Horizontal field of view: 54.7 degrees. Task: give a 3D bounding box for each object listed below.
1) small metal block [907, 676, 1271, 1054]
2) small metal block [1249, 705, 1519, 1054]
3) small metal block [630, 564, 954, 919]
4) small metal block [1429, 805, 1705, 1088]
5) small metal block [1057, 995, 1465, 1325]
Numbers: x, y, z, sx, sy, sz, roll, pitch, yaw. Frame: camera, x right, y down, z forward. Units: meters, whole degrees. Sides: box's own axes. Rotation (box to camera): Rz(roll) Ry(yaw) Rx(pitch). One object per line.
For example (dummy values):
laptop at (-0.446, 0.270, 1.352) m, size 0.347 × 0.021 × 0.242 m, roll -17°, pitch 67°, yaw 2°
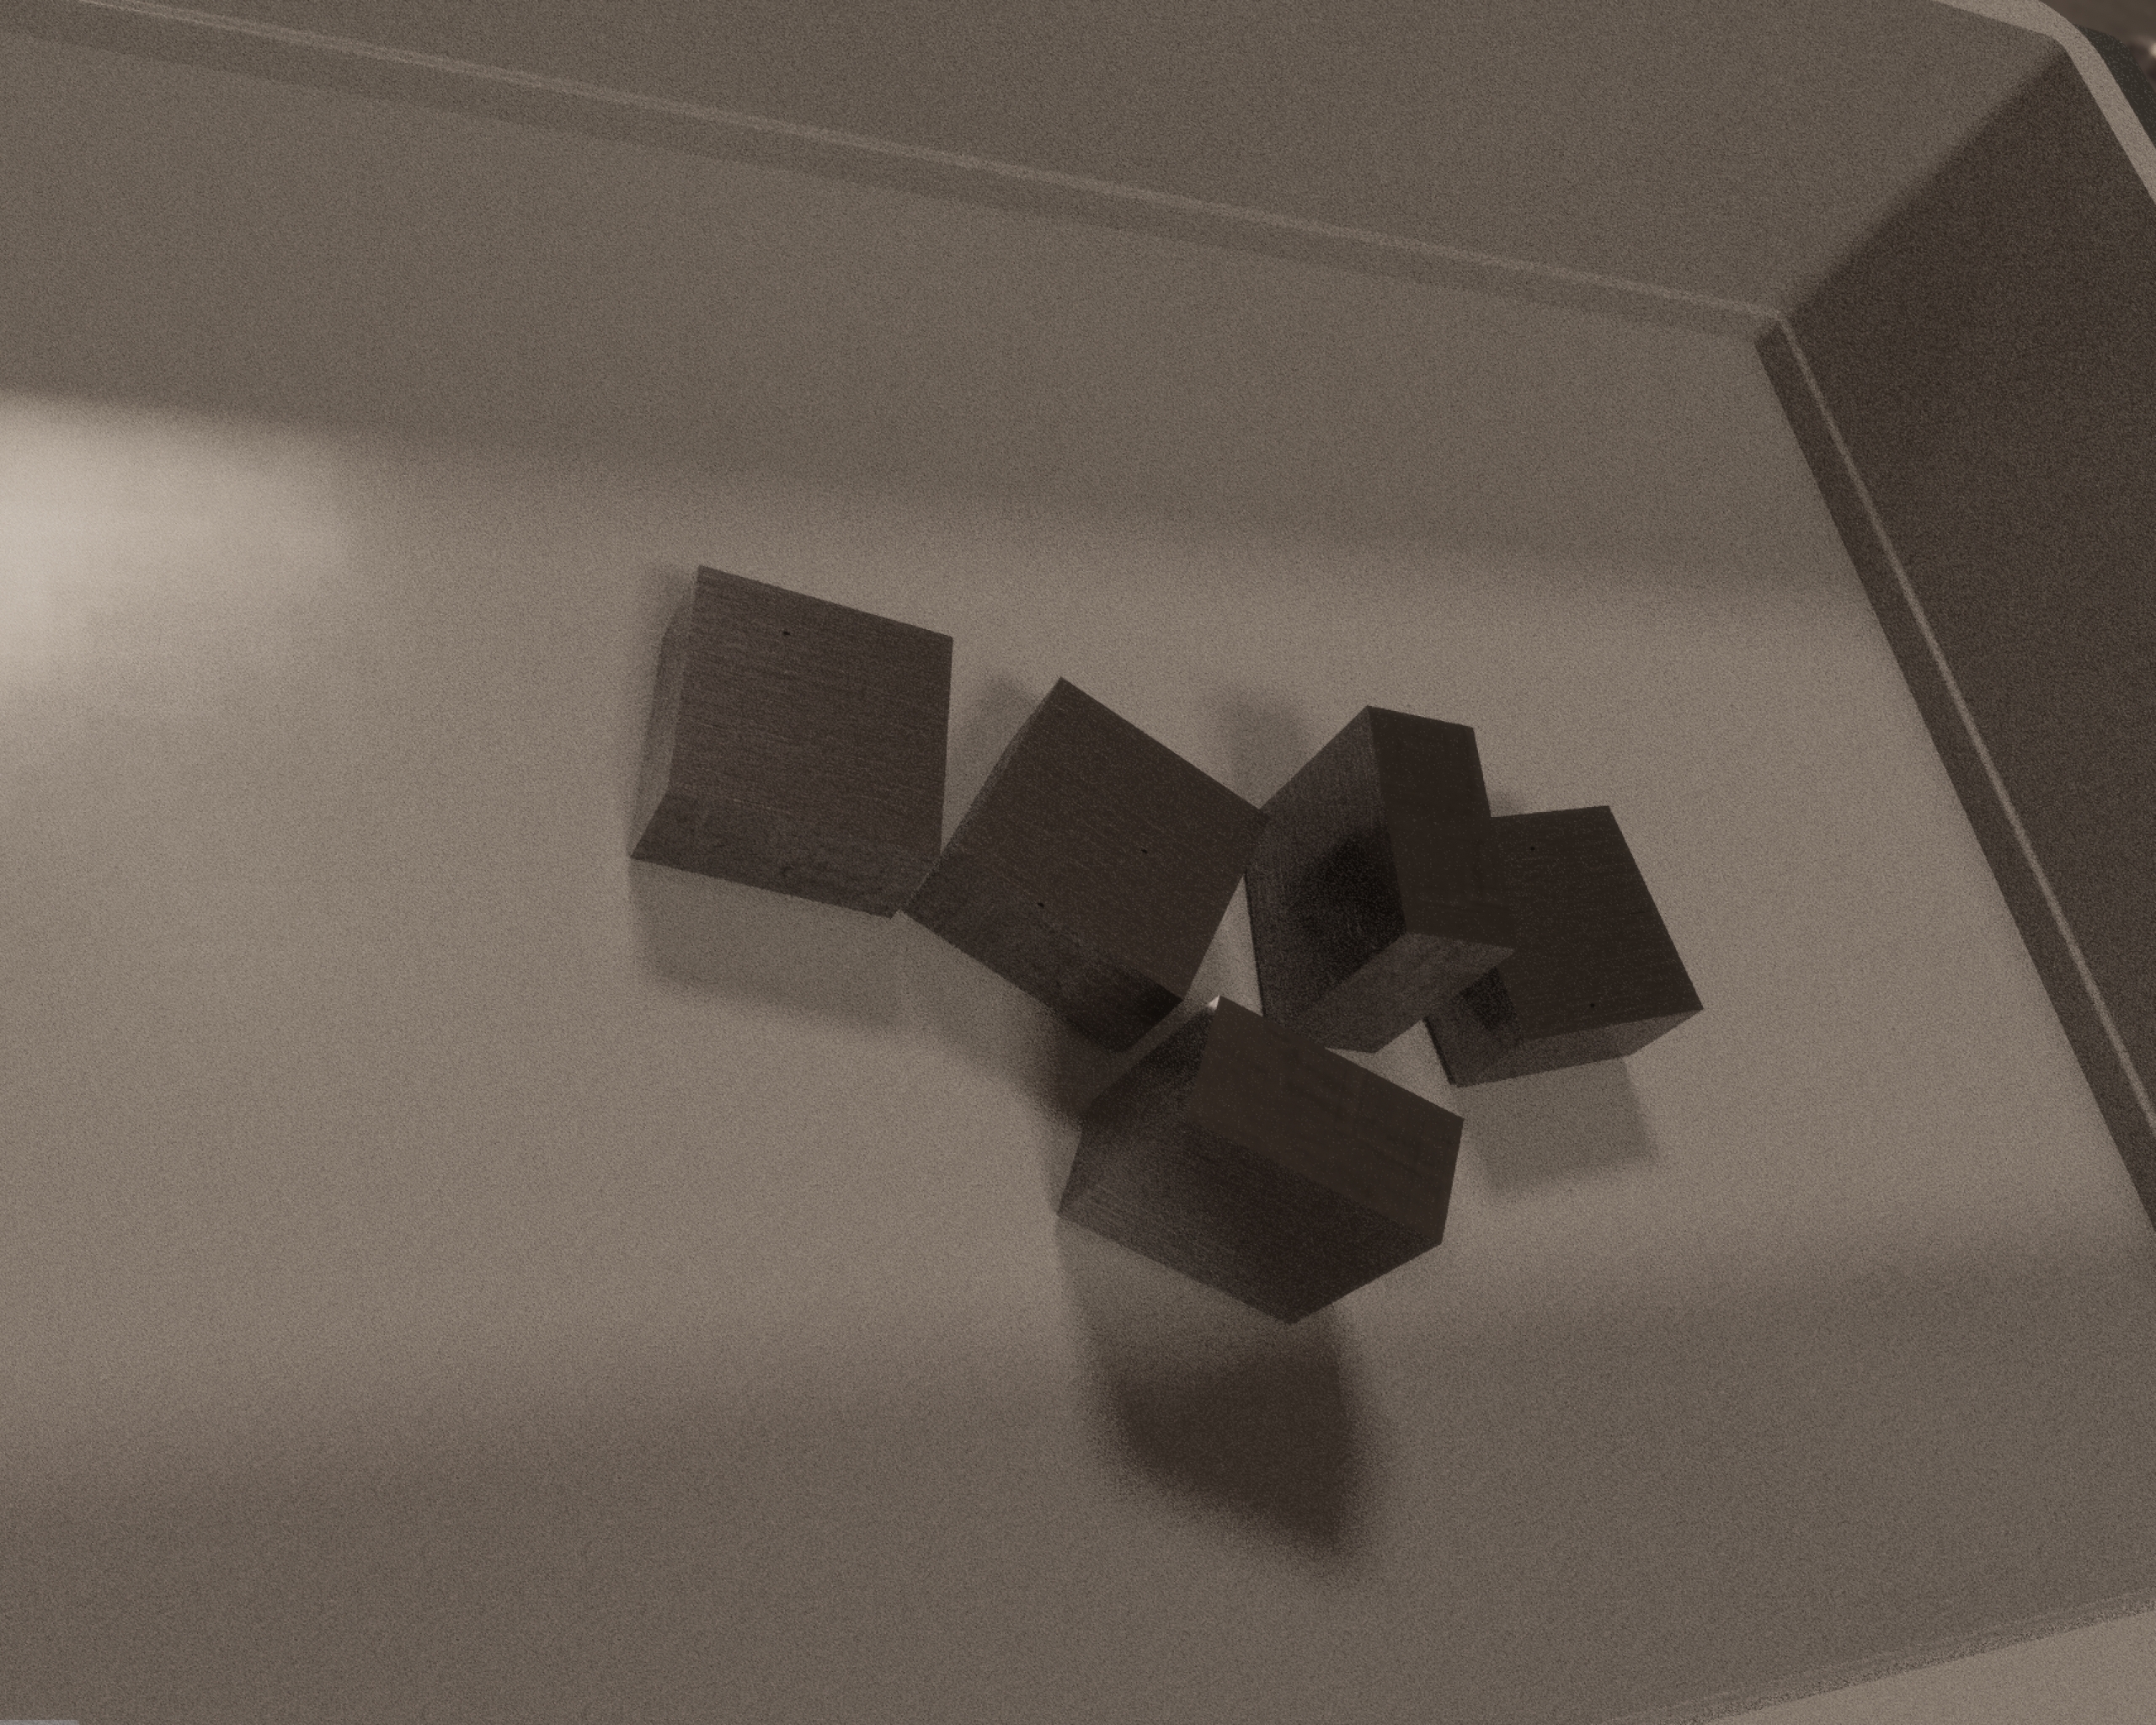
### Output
small metal block at (0.003, 0.000, 0.405) m, size 0.050 × 0.025 × 0.050 m, roll 34°, pitch 51°, yaw -7°
small metal block at (0.059, 0.004, 0.418) m, size 0.025 × 0.050 × 0.050 m, roll 10°, pitch 58°, yaw -24°
small metal block at (-0.052, -0.022, 0.389) m, size 0.050 × 0.025 × 0.050 m, roll 14°, pitch 56°, yaw -21°
small metal block at (0.098, 0.017, 0.447) m, size 0.050 × 0.025 × 0.050 m, roll -6°, pitch 65°, yaw -31°
small metal block at (0.032, 0.054, 0.372) m, size 0.050 × 0.050 × 0.025 m, roll 27°, pitch 53°, yaw -12°
